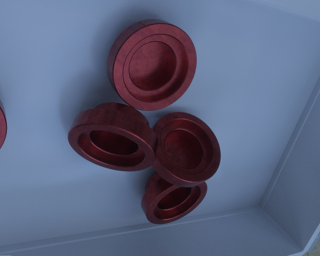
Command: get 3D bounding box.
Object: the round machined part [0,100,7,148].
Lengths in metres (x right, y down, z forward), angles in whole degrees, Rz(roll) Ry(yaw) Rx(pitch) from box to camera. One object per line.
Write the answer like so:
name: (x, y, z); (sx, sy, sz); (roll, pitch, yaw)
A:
round machined part: (-0.197, -0.008, 0.284); (0.099, 0.042, 0.097); (-15, 125, -22)

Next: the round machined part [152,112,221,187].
round machined part: (0.027, 0.031, 0.407); (0.099, 0.098, 0.042); (-1, 154, -28)

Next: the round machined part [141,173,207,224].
round machined part: (0.017, 0.094, 0.457); (0.099, 0.042, 0.097); (-19, 137, -18)

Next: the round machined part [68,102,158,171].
round machined part: (-0.050, 0.008, 0.353); (0.098, 0.042, 0.098); (9, 146, 6)

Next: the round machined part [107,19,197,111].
round machined part: (-0.012, -0.072, 0.346); (0.099, 0.042, 0.097); (-14, 124, -21)
